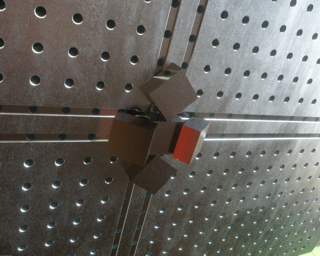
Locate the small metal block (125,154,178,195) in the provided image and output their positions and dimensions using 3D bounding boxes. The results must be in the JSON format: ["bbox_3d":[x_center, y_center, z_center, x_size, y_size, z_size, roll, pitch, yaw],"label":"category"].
[{"bbox_3d":[-0.011,0.061,0.441,0.050,0.025,0.050,-47,128,5],"label":"small metal block"}]

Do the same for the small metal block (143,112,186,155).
[{"bbox_3d":[0.000,0.008,0.415,0.050,0.025,0.050,1,117,-29],"label":"small metal block"}]

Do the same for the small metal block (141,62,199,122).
[{"bbox_3d":[0.013,-0.045,0.390,0.050,0.025,0.050,-38,129,-3],"label":"small metal block"}]

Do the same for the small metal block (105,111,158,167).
[{"bbox_3d":[-0.035,0.013,0.383,0.050,0.025,0.050,18,114,3],"label":"small metal block"}]

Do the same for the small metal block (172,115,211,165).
[{"bbox_3d":[0.044,0.015,0.426,0.050,0.025,0.050,-36,146,-61],"label":"small metal block"}]
